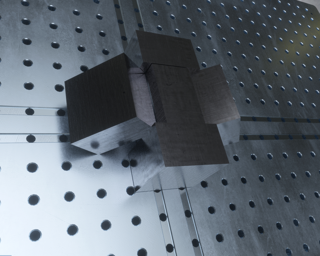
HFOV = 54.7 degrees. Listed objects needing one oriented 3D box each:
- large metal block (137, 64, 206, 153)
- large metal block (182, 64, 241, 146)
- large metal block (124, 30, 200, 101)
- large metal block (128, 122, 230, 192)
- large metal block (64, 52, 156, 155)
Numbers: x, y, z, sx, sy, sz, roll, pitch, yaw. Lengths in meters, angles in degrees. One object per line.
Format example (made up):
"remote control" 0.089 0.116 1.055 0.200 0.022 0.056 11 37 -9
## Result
"large metal block" 0.004 -0.021 0.388 0.050 0.080 0.080 1 61 -28
"large metal block" 0.070 -0.025 0.416 0.050 0.080 0.080 -16 64 6
"large metal block" -0.006 -0.079 0.418 0.081 0.080 0.050 1 62 -28
"large metal block" 0.018 0.035 0.361 0.081 0.080 0.050 1 62 -28
"large metal block" -0.056 -0.025 0.351 0.050 0.080 0.080 37 36 -59
